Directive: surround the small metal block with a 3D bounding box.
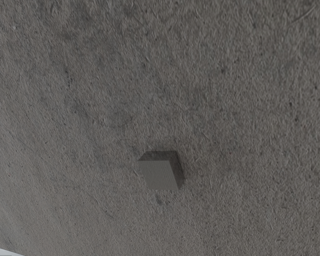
[{"bbox_3d":[0.003,0.061,0.443,0.050,0.025,0.050,-4,116,30],"label":"small metal block"}]
